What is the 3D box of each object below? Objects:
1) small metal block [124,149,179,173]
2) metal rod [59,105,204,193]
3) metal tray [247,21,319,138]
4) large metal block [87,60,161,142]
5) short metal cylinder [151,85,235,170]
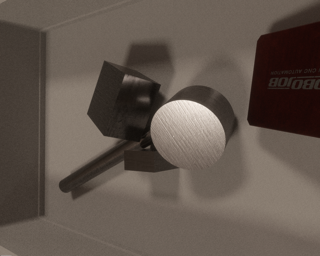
[{"bbox_3d":[-0.010,0.040,0.397,0.050,0.050,0.025,-2,89,39],"label":"small metal block"},{"bbox_3d":[-0.060,0.037,0.453,0.299,0.025,0.025,-31,71,35],"label":"metal rod"},{"bbox_3d":[0.129,-0.039,0.257,0.130,0.030,0.089,-161,76,-68],"label":"metal tray"},{"bbox_3d":[-0.051,-0.037,0.412,0.080,0.050,0.079,39,112,54],"label":"large metal block"},{"bbox_3d":[0.037,-0.001,0.338,0.080,0.050,0.079,10,117,20],"label":"short metal cylinder"}]
